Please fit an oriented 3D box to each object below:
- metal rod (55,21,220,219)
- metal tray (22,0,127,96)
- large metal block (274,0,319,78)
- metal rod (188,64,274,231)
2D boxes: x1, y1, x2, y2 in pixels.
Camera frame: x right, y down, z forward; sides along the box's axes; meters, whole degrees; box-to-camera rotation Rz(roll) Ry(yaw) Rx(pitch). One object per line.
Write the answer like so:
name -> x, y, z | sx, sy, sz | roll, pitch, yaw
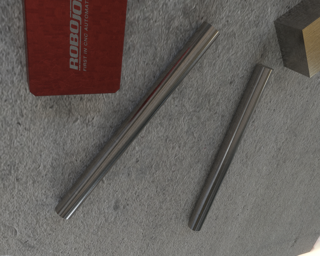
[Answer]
metal rod -> -0.033, -0.004, 0.387 | 0.025, 0.025, 0.299 | 33, 99, -39
metal tray -> -0.082, -0.097, 0.299 | 0.091, 0.030, 0.129 | -6, 121, -26
large metal block -> 0.214, -0.131, 0.429 | 0.080, 0.050, 0.080 | -37, 130, -4
metal rod -> 0.105, 0.044, 0.493 | 0.025, 0.025, 0.298 | 4, 116, -31
